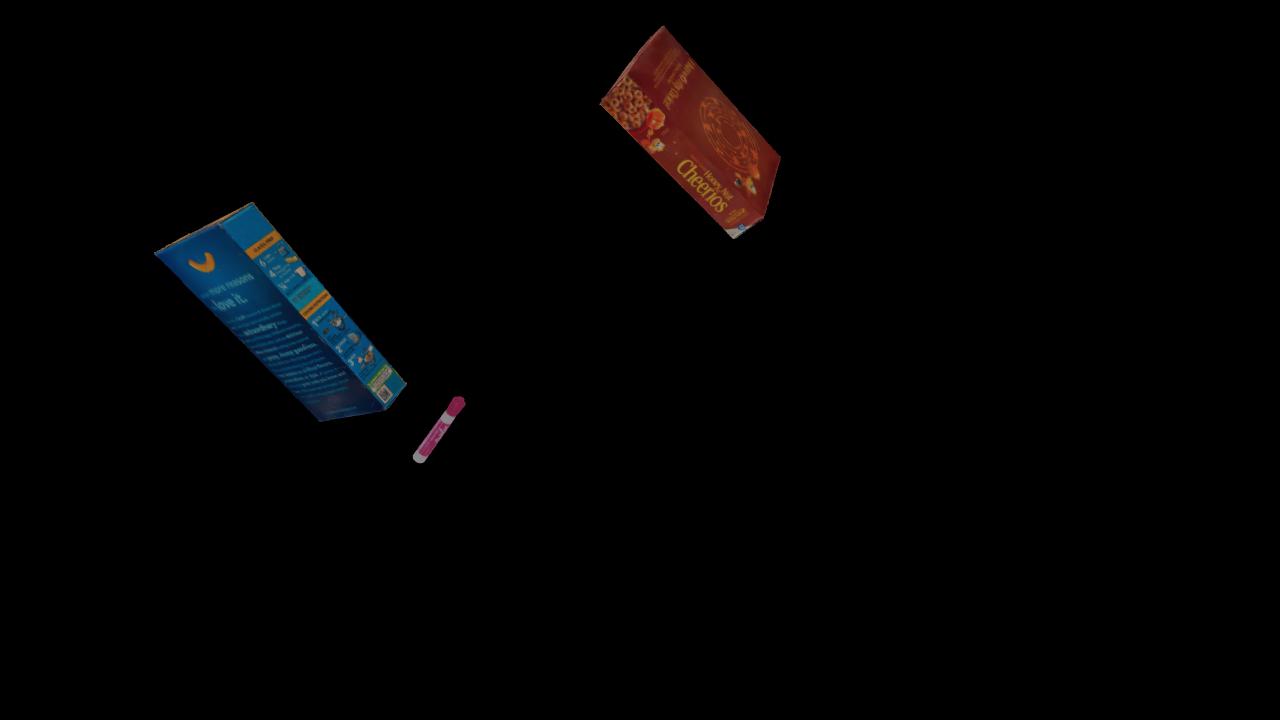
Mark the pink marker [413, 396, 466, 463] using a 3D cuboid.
[{"bbox_3d":[-0.277,0.096,0.849,0.020,0.121,0.020,34,20,-14],"label":"pink marker"}]

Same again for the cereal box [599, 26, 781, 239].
[{"bbox_3d":[0.095,-0.367,1.001,0.306,0.203,0.081,40,-44,-21],"label":"cereal box"}]

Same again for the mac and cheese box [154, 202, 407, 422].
[{"bbox_3d":[-0.286,-0.029,0.503,0.093,0.184,0.041,-10,36,29],"label":"mac and cheese box"}]
